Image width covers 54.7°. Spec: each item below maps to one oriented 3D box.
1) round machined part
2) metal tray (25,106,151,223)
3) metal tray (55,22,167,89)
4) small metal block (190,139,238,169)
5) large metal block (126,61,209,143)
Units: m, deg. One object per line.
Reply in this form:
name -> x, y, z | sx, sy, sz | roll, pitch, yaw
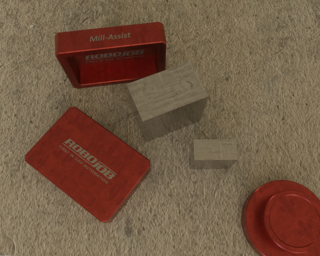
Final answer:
round machined part -> 0.149, 0.109, 0.361 | 0.099, 0.042, 0.098 | 0, 70, -1
metal tray -> -0.088, 0.044, 0.388 | 0.130, 0.030, 0.090 | 35, 73, 11
metal tray -> -0.059, -0.092, 0.406 | 0.131, 0.090, 0.030 | -7, 71, -3
small metal block -> 0.065, 0.033, 0.383 | 0.050, 0.050, 0.025 | -1, 70, -1
large metal block -> 0.008, -0.030, 0.390 | 0.080, 0.080, 0.050 | -21, 72, -8
